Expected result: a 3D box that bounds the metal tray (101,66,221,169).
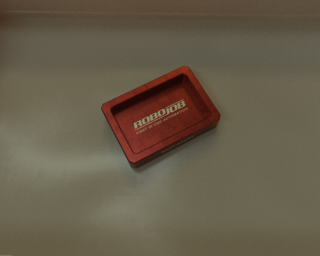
[{"bbox_3d":[0.001,-0.016,0.410,0.131,0.030,0.090,-27,73,-10],"label":"metal tray"}]
